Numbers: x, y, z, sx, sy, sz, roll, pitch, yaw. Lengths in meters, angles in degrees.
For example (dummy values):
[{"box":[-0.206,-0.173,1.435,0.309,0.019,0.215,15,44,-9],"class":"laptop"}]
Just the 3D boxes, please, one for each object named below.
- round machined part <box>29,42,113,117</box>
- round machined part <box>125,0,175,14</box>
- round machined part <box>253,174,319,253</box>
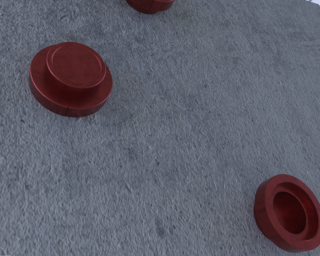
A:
[{"box":[-0.105,-0.065,0.376,0.099,0.042,0.098,14,56,-21],"class":"round machined part"},{"box":[-0.023,-0.232,0.522,0.099,0.042,0.098,14,56,-21],"class":"round machined part"},{"box":[0.165,0.114,0.412,0.099,0.042,0.098,14,56,-21],"class":"round machined part"}]
